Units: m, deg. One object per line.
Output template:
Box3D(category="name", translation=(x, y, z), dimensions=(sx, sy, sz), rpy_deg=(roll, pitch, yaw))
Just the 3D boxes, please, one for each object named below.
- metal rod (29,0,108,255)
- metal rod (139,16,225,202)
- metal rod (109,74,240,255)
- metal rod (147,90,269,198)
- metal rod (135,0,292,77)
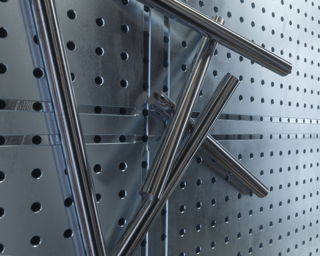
Box3D(category="metal rod", translation=(-0.095, 0.006, 0.330), dimensions=(0.025, 0.025, 0.298), rpy_deg=(-17, 101, -39))
Box3D(category="metal rod", translation=(0.039, -0.045, 0.414), dimensions=(0.025, 0.025, 0.300), rpy_deg=(43, 55, -32))
Box3D(category="metal rod", translation=(0.023, 0.049, 0.407), dimensions=(0.025, 0.025, 0.300), rpy_deg=(45, 70, -31))
Box3D(category="metal rod", translation=(0.091, 0.039, 0.487), dimensions=(0.301, 0.025, 0.025), rpy_deg=(39, 66, -33))
Box3D(category="metal rod", translation=(0.078, -0.137, 0.438), dimensions=(0.302, 0.025, 0.025), rpy_deg=(18, 79, -27))
